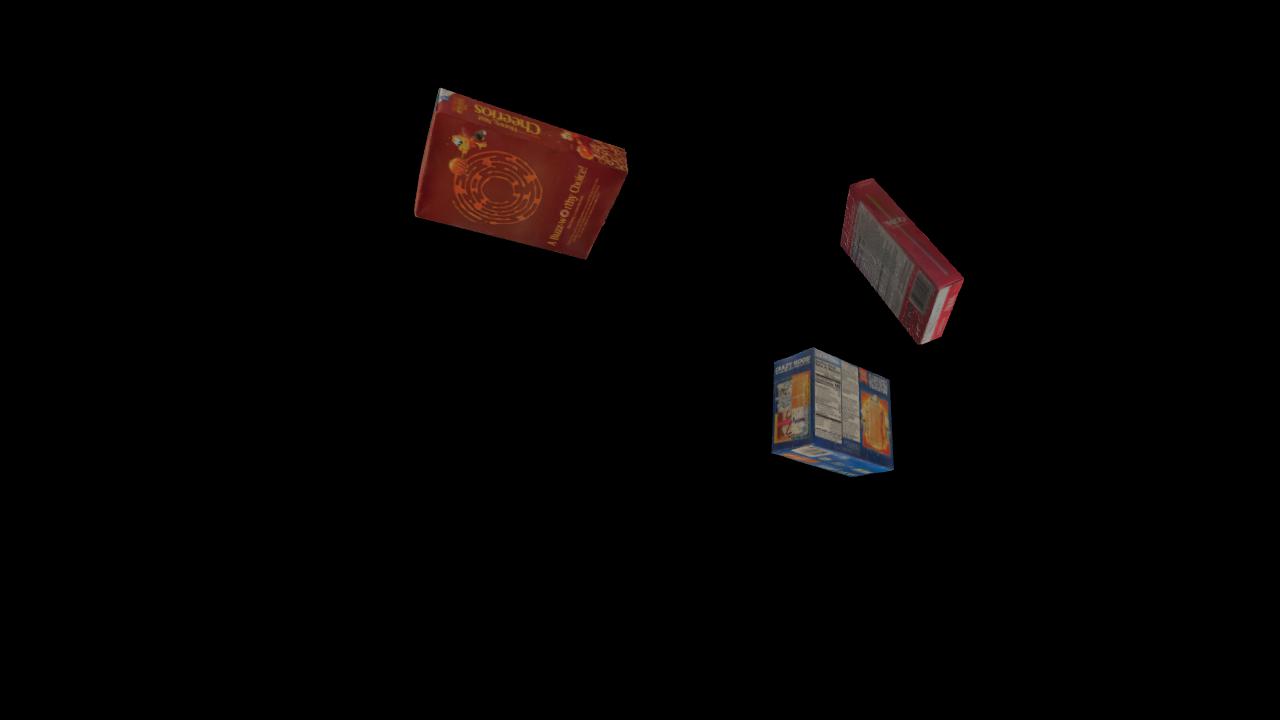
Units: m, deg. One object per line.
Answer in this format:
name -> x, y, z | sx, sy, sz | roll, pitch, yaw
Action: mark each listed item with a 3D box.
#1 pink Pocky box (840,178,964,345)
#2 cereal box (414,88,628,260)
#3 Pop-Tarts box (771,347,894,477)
pink Pocky box -> 0.249, -0.098, 0.600 | 0.029, 0.155, 0.084 | -19, -37, -4
cereal box -> -0.197, -0.293, 1.010 | 0.306, 0.081, 0.203 | 11, -42, -21
Pop-Tarts box -> 0.277, 0.079, 0.884 | 0.167, 0.141, 0.083 | 19, -25, -29
